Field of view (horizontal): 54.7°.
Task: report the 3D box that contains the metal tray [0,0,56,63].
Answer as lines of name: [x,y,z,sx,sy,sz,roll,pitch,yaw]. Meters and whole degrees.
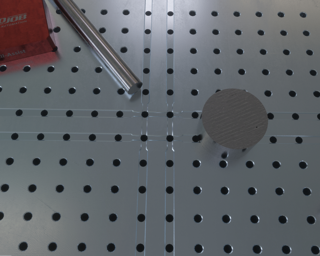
metal tray: [-0.231,-0.146,0.461,0.131,0.030,0.090,-15,71,-6]

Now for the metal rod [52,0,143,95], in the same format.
metal rod: [-0.126,-0.167,0.471,0.025,0.025,0.300,-36,74,-12]

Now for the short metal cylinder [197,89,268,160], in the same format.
short metal cylinder: [0.091,-0.004,0.400,0.081,0.050,0.080,0,70,0]
